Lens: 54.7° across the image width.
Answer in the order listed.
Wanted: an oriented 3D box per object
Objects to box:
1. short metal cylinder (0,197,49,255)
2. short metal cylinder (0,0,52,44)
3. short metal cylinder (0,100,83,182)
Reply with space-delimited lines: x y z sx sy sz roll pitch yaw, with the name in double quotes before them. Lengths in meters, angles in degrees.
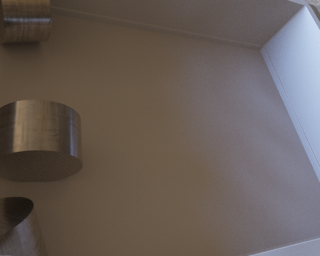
"short metal cylinder" -0.131 0.094 0.234 0.081 0.080 0.050 -20 106 -36
"short metal cylinder" -0.168 -0.142 0.367 0.050 0.080 0.080 -14 69 -34
"short metal cylinder" -0.117 0.015 0.299 0.081 0.080 0.050 5 60 -26
